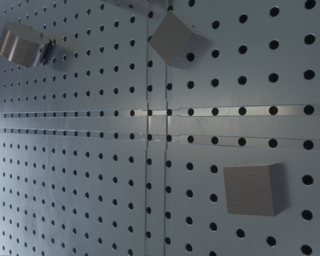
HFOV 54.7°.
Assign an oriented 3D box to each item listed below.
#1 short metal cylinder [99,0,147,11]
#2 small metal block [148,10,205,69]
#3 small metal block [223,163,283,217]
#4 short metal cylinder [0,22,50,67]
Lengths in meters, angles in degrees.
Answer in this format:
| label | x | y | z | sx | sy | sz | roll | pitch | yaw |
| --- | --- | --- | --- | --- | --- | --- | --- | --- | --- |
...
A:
| label | x | y | z | sx | sy | sz | roll | pitch | yaw |
| --- | --- | --- | --- | --- | --- | --- | --- | --- | --- |
| short metal cylinder | -0.054 | -0.213 | 0.437 | 0.080 | 0.050 | 0.079 | 0 | 90 | 40 |
| small metal block | 0.020 | -0.112 | 0.393 | 0.050 | 0.025 | 0.050 | -52 | 60 | 27 |
| small metal block | 0.098 | 0.065 | 0.329 | 0.050 | 0.025 | 0.050 | -9 | 85 | 39 |
| short metal cylinder | -0.258 | -0.158 | 0.587 | 0.080 | 0.081 | 0.050 | 46 | 118 | 30 |
